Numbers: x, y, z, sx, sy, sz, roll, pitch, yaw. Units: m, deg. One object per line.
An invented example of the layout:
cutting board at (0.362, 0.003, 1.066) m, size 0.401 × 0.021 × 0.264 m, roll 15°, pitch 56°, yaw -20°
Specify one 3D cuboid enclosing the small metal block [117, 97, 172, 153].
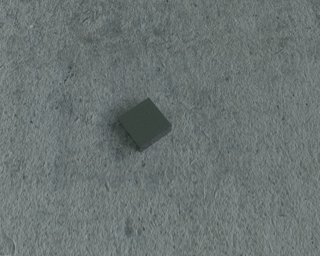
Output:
small metal block at (-0.020, -0.004, 0.411) m, size 0.050 × 0.025 × 0.050 m, roll -35°, pitch 74°, yaw -12°
